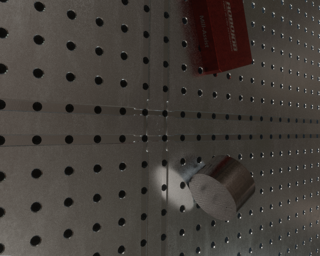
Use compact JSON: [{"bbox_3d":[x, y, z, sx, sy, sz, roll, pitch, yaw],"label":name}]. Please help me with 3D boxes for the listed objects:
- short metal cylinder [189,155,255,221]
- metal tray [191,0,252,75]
[{"bbox_3d":[0.090,0.087,0.452,0.050,0.080,0.080,-35,112,-35],"label":"short metal cylinder"},{"bbox_3d":[0.100,-0.158,0.492,0.091,0.030,0.129,-21,104,-38],"label":"metal tray"}]
